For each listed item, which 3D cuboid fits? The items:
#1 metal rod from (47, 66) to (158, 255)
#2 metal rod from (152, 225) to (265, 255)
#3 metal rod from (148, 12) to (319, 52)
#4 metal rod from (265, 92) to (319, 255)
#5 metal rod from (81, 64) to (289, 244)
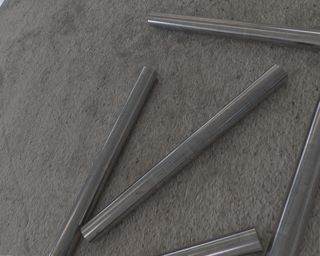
[{"bbox_3d":[-0.073,0.045,0.414,0.025,0.025,0.300,11,67,33],"label":"metal rod"},{"bbox_3d":[-0.041,0.159,0.327,0.301,0.025,0.025,-22,54,14],"label":"metal rod"},{"bbox_3d":[0.102,-0.138,0.435,0.300,0.025,0.025,21,73,36],"label":"metal rod"},{"bbox_3d":[0.134,0.063,0.294,0.025,0.025,0.300,15,69,34],"label":"metal rod"},{"bbox_3d":[0.029,0.031,0.369,0.300,0.025,0.025,-40,51,0],"label":"metal rod"}]
